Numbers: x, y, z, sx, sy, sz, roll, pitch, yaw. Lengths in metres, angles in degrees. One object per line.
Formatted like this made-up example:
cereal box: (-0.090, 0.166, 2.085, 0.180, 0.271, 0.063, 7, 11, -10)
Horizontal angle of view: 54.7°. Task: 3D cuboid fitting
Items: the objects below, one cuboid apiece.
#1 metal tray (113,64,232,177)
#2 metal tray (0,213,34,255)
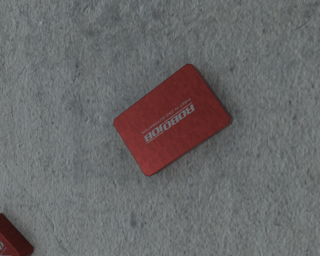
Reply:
metal tray: (0.015, -0.008, 0.400, 0.130, 0.030, 0.090, -36, 79, 16)
metal tray: (-0.272, 0.216, 0.499, 0.090, 0.030, 0.129, 39, 102, 15)
